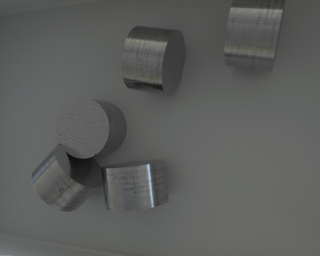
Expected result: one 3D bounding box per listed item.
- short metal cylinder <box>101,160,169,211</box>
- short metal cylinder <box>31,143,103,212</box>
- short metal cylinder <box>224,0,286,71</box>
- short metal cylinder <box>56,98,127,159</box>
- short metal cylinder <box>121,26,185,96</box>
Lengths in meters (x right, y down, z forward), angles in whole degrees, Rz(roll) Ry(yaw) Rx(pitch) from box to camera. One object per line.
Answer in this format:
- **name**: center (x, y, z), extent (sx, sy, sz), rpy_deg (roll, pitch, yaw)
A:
- **short metal cylinder**: center (-0.031, 0.070, 0.391), extent (0.080, 0.080, 0.050), rpy_deg (-7, 88, 19)
- **short metal cylinder**: center (-0.124, 0.066, 0.424), extent (0.050, 0.080, 0.080), rpy_deg (-45, 77, 15)
- **short metal cylinder**: center (0.106, -0.106, 0.344), extent (0.050, 0.080, 0.079), rpy_deg (11, 94, 19)
- **short metal cylinder**: center (-0.094, 0.000, 0.429), extent (0.080, 0.050, 0.079), rpy_deg (0, 90, 19)
- **short metal cylinder**: center (-0.006, -0.083, 0.383), extent (0.050, 0.080, 0.079), rpy_deg (12, 94, 19)
